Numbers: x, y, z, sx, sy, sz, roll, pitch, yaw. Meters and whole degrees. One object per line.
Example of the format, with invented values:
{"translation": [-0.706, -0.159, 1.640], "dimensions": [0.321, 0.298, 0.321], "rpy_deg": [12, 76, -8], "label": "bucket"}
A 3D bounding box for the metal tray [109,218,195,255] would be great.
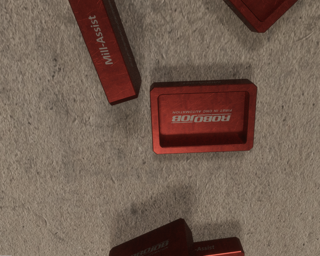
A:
{"translation": [-0.015, 0.191, 0.445], "dimensions": [0.130, 0.090, 0.030], "rpy_deg": [-26, 108, 9], "label": "metal tray"}

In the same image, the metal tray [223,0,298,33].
{"translation": [0.100, -0.182, 0.341], "dimensions": [0.130, 0.030, 0.090], "rpy_deg": [42, 104, -14], "label": "metal tray"}

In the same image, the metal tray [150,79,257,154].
{"translation": [0.054, -0.015, 0.402], "dimensions": [0.131, 0.030, 0.089], "rpy_deg": [-2, 110, 0], "label": "metal tray"}

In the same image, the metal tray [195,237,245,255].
{"translation": [0.064, 0.222, 0.483], "dimensions": [0.131, 0.030, 0.089], "rpy_deg": [-8, 115, 0], "label": "metal tray"}

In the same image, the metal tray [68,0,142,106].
{"translation": [-0.057, -0.099, 0.337], "dimensions": [0.030, 0.090, 0.129], "rpy_deg": [-17, 110, 6], "label": "metal tray"}
